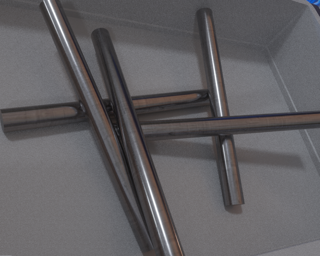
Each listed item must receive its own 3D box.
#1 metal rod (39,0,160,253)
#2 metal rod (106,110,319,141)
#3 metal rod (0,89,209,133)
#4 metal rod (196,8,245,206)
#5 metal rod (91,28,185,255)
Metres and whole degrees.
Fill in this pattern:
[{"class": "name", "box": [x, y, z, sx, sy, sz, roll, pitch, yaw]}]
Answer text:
[{"class": "metal rod", "box": [-0.068, -0.010, 0.345, 0.025, 0.025, 0.299, -19, 81, -35]}, {"class": "metal rod", "box": [0.083, -0.003, 0.403, 0.302, 0.025, 0.025, -4, 63, -13]}, {"class": "metal rod", "box": [-0.038, -0.029, 0.402, 0.303, 0.025, 0.025, -10, 67, -32]}, {"class": "metal rod", "box": [0.083, -0.042, 0.445, 0.025, 0.025, 0.299, 4, 69, -26]}, {"class": "metal rod", "box": [-0.034, -0.002, 0.348, 0.025, 0.025, 0.299, -3, 57, -30]}]
